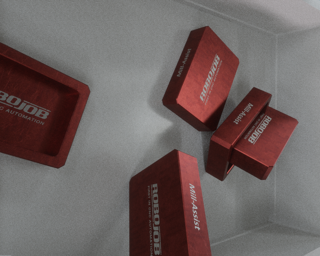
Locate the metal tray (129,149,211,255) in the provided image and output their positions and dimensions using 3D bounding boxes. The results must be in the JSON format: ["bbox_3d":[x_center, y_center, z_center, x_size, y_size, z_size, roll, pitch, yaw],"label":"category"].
[{"bbox_3d":[0.005,0.099,0.332,0.030,0.090,0.130,25,44,-33],"label":"metal tray"}]

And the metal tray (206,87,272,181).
[{"bbox_3d":[0.120,0.009,0.474,0.131,0.030,0.090,-45,151,-31],"label":"metal tray"}]

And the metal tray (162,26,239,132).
[{"bbox_3d":[0.064,-0.071,0.457,0.090,0.030,0.130,34,69,-35],"label":"metal tray"}]

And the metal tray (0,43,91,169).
[{"bbox_3d":[-0.139,-0.023,0.286,0.131,0.030,0.090,26,74,-37],"label":"metal tray"}]

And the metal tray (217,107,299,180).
[{"bbox_3d":[0.145,0.010,0.473,0.131,0.090,0.030,-41,153,-41],"label":"metal tray"}]
